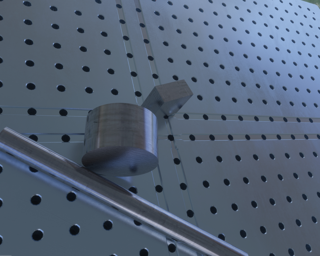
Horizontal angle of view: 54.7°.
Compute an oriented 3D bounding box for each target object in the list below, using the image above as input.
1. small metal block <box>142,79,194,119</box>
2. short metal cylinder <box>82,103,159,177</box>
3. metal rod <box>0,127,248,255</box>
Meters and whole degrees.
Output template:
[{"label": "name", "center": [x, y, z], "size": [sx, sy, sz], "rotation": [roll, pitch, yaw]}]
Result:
[{"label": "small metal block", "center": [0.009, -0.037, 0.419], "size": [0.050, 0.050, 0.025], "rotation": [-19, 72, -35]}, {"label": "short metal cylinder", "center": [-0.042, 0.016, 0.341], "size": [0.081, 0.080, 0.050], "rotation": [12, 57, -22]}, {"label": "metal rod", "center": [-0.033, 0.083, 0.339], "size": [0.301, 0.025, 0.025], "rotation": [30, 52, -9]}]
